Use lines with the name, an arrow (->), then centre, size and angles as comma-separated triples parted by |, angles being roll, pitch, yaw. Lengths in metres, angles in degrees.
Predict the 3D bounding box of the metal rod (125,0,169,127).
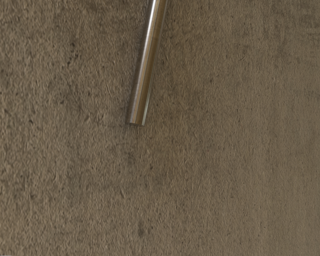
metal rod -> -0.004, -0.149, 0.399 | 0.025, 0.025, 0.299 | 17, 79, -39
